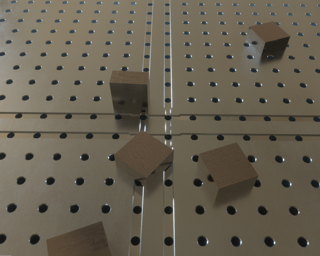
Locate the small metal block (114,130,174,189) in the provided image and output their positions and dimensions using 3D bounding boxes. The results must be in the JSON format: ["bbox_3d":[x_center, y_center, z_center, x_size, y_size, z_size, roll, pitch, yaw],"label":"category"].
[{"bbox_3d":[-0.019,0.037,0.376,0.050,0.025,0.050,32,57,23],"label":"small metal block"}]

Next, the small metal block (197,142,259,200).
[{"bbox_3d":[0.079,0.050,0.367,0.050,0.025,0.050,-16,52,-13],"label":"small metal block"}]

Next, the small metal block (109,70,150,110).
[{"bbox_3d":[-0.041,-0.052,0.435,0.050,0.050,0.025,3,50,2],"label":"small metal block"}]

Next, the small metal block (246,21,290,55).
[{"bbox_3d":[0.189,-0.159,0.544,0.050,0.025,0.050,-17,52,-14],"label":"small metal block"}]

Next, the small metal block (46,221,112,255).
[{"bbox_3d":[-0.073,0.117,0.292,0.050,0.050,0.025,-16,52,-13],"label":"small metal block"}]
